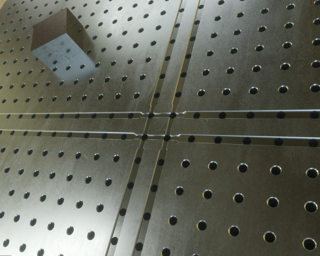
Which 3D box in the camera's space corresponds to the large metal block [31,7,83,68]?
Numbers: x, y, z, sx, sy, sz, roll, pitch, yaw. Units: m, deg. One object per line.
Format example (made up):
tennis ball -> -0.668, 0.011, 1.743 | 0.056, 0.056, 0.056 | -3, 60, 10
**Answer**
large metal block -> -0.199, -0.176, 0.605 | 0.080, 0.050, 0.080 | -22, 54, 15
